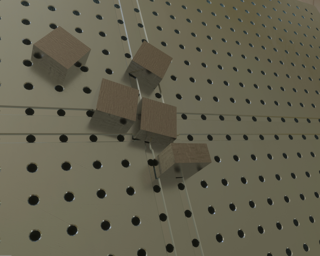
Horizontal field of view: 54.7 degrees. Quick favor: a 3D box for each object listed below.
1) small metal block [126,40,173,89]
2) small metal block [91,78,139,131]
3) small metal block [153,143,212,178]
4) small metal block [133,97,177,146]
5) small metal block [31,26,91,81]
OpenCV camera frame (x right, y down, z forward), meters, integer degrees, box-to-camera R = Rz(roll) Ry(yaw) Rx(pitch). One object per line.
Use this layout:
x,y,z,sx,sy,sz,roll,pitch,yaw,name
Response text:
-0.015,-0.094,0.459,0.050,0.025,0.050,30,52,-9,small metal block
-0.057,-0.030,0.397,0.050,0.025,0.050,17,55,-19,small metal block
0.027,0.041,0.383,0.050,0.050,0.025,2,61,-28,small metal block
-0.006,-0.008,0.411,0.050,0.025,0.050,15,56,-20,small metal block
-0.127,-0.096,0.400,0.050,0.025,0.050,36,51,-4,small metal block
